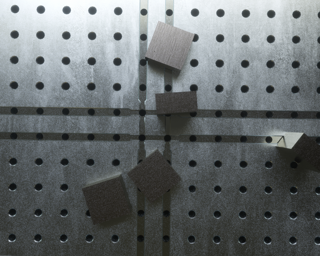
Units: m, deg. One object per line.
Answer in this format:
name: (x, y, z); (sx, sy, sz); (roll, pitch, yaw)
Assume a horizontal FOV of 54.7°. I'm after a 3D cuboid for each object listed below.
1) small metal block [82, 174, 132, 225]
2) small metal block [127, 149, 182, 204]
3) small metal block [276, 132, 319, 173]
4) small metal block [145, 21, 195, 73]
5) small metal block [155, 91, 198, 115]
small metal block: (-0.069, 0.094, 0.413); (0.050, 0.025, 0.050); (-18, 90, -1)
small metal block: (-0.007, 0.063, 0.413); (0.050, 0.025, 0.050); (-39, 91, 0)
small metal block: (0.188, 0.031, 0.403); (0.050, 0.050, 0.025); (38, 90, -1)
small metal block: (0.013, -0.107, 0.414); (0.050, 0.025, 0.050); (21, 90, -1)
small metal block: (0.020, -0.031, 0.401); (0.050, 0.050, 0.025); (-4, 90, -1)
